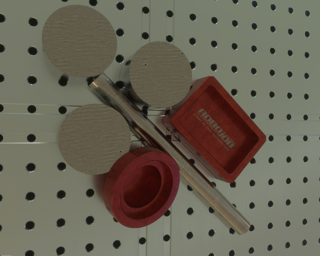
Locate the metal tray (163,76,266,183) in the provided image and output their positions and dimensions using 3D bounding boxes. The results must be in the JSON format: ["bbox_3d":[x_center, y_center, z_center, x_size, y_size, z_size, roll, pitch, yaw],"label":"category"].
[{"bbox_3d":[0.079,0.003,0.438,0.130,0.030,0.090,45,77,-15],"label":"metal tray"}]

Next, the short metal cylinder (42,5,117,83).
[{"bbox_3d":[-0.095,-0.096,0.364,0.081,0.050,0.080,0,90,-20],"label":"short metal cylinder"}]

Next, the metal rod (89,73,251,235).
[{"bbox_3d":[0.022,0.043,0.421,0.300,0.025,0.025,46,76,-14],"label":"metal rod"}]

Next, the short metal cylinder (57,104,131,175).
[{"bbox_3d":[-0.080,0.012,0.369,0.081,0.050,0.080,0,90,-20],"label":"short metal cylinder"}]

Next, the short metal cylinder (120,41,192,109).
[{"bbox_3d":[-0.006,-0.065,0.396,0.081,0.050,0.080,0,90,-20],"label":"short metal cylinder"}]

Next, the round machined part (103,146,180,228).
[{"bbox_3d":[-0.026,0.069,0.383,0.099,0.042,0.097,-14,113,-35],"label":"round machined part"}]
